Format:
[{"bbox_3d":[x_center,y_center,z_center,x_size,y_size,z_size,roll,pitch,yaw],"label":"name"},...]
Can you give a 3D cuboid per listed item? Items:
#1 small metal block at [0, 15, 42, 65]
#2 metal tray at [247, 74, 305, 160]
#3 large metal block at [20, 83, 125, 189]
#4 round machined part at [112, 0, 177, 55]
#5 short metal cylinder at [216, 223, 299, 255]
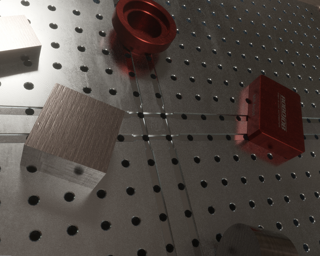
[{"bbox_3d":[-0.181,-0.108,0.377,0.050,0.025,0.050,-22,74,-36],"label":"small metal block"},{"bbox_3d":[0.197,-0.021,0.527,0.090,0.030,0.130,24,53,-14],"label":"metal tray"},{"bbox_3d":[-0.093,0.010,0.337,0.080,0.050,0.080,23,53,-15],"label":"large metal block"},{"bbox_3d":[-0.027,-0.153,0.477,0.099,0.042,0.098,14,56,-21],"label":"round machined part"},{"bbox_3d":[0.104,0.150,0.339,0.050,0.080,0.080,19,55,-18],"label":"short metal cylinder"}]
